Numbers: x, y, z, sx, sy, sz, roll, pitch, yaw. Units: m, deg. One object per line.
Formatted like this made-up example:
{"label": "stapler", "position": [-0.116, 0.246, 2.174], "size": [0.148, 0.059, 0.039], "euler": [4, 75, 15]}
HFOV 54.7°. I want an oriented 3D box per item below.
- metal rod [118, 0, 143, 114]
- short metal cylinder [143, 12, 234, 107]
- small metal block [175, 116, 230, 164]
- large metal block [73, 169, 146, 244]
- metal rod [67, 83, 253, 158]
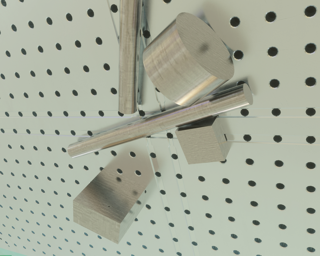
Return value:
{"label": "metal rod", "position": [-0.031, -0.148, 0.334], "size": [0.025, 0.025, 0.298], "euler": [18, 126, 17]}
{"label": "short metal cylinder", "position": [0.030, -0.069, 0.317], "size": [0.080, 0.080, 0.050], "euler": [49, 129, -7]}
{"label": "small metal block", "position": [0.054, 0.016, 0.392], "size": [0.050, 0.025, 0.050], "euler": [-10, 113, 32]}
{"label": "large metal block", "position": [-0.079, 0.121, 0.490], "size": [0.080, 0.080, 0.050], "euler": [21, 126, 15]}
{"label": "metal rod", "position": [-0.022, 0.000, 0.421], "size": [0.300, 0.025, 0.025], "euler": [-17, 110, 34]}
